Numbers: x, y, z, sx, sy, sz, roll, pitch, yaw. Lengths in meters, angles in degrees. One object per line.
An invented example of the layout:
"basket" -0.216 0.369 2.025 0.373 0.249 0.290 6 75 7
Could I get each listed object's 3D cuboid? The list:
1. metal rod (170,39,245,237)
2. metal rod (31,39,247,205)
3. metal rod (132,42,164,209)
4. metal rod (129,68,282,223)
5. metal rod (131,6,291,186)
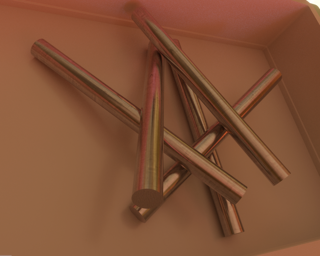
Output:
"metal rod" 0.055 -0.003 0.436 0.025 0.025 0.299 -1 62 -29
"metal rod" -0.031 -0.013 0.363 0.300 0.025 0.025 36 50 9
"metal rod" -0.008 -0.036 0.364 0.025 0.025 0.300 22 35 -15
"metal rod" 0.076 0.006 0.406 0.025 0.025 0.301 47 62 4
"metal rod" 0.055 -0.053 0.405 0.025 0.025 0.300 -24 68 -36
